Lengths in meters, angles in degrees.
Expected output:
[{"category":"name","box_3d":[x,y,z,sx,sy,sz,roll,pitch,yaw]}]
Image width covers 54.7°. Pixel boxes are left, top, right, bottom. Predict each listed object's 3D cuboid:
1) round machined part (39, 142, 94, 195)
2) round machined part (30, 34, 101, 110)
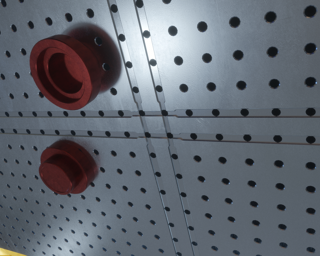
[{"category":"round machined part","box_3d":[-0.167,0.076,0.533,0.098,0.042,0.097,13,124,20]},{"category":"round machined part","box_3d":[-0.120,-0.076,0.414,0.098,0.042,0.097,13,124,20]}]
